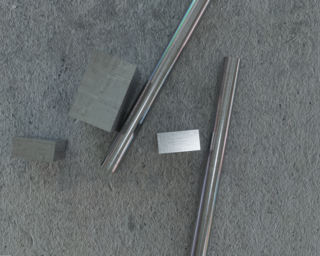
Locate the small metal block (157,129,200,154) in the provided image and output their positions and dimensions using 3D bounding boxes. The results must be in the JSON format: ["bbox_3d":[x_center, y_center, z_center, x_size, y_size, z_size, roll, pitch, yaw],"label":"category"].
[{"bbox_3d":[0.022,0.016,0.398,0.050,0.050,0.025,-5,90,-1],"label":"small metal block"}]

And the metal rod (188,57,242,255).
[{"bbox_3d":[0.070,0.056,0.410,0.025,0.025,0.298,10,90,-1],"label":"metal rod"}]

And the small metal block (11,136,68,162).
[{"bbox_3d":[-0.152,0.025,0.396,0.050,0.050,0.025,7,90,-1],"label":"small metal block"}]

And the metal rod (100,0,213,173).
[{"bbox_3d":[0.005,-0.078,0.409,0.025,0.025,0.299,29,90,-1],"label":"metal rod"}]

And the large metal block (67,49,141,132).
[{"bbox_3d":[-0.064,-0.042,0.382,0.050,0.080,0.080,22,90,-1],"label":"large metal block"}]
